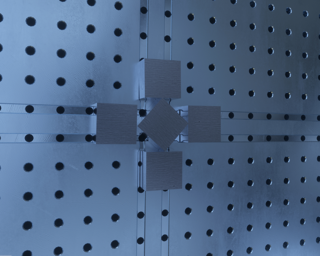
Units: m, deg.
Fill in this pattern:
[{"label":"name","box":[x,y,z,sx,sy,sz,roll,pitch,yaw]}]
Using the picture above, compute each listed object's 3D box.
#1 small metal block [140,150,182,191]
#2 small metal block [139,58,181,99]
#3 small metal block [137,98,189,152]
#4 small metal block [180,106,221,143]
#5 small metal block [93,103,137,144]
[{"label":"small metal block","box":[0.002,0.056,0.414,0.050,0.025,0.050,0,90,-21]},{"label":"small metal block","box":[0.000,-0.064,0.413,0.050,0.025,0.050,-1,90,-21]},{"label":"small metal block","box":[0.001,-0.004,0.413,0.050,0.025,0.050,44,76,-15]},{"label":"small metal block","box":[0.057,-0.006,0.435,0.050,0.025,0.050,0,90,-21]},{"label":"small metal block","box":[-0.057,-0.005,0.392,0.050,0.025,0.050,1,90,-21]}]
